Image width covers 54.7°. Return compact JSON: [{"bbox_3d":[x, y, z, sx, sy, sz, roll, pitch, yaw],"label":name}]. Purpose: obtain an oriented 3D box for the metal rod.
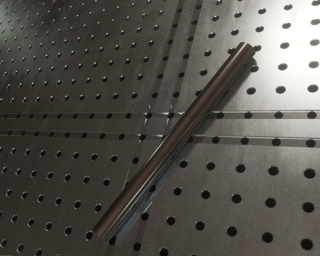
[{"bbox_3d":[0.023,0.011,0.388,0.025,0.025,0.300,32,79,37],"label":"metal rod"}]
